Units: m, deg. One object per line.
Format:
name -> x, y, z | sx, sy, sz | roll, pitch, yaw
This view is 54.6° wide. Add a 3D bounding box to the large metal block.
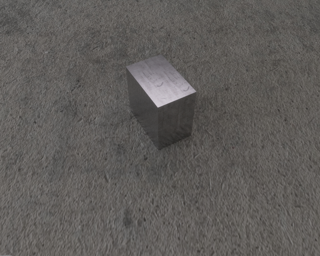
large metal block -> 0.000, -0.033, 0.395 | 0.050, 0.080, 0.080 | -24, 54, -19
